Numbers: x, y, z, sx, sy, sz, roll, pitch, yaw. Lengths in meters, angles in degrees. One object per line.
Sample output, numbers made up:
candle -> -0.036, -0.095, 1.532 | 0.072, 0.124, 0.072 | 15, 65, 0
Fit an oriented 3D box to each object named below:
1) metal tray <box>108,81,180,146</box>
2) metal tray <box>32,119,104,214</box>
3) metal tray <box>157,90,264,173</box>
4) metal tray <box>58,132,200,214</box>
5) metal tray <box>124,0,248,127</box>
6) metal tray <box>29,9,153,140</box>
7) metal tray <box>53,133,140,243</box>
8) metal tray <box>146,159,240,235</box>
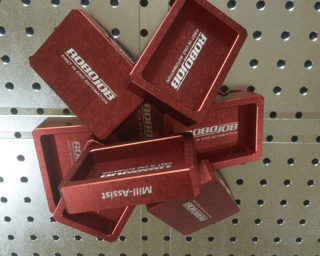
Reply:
metal tray -> -0.019, 0.005, 0.412 | 0.090, 0.030, 0.129 | -5, 108, 0
metal tray -> -0.115, 0.054, 0.430 | 0.090, 0.030, 0.129 | -4, 109, 1
metal tray -> 0.066, 0.007, 0.394 | 0.131, 0.030, 0.089 | -10, 111, -15
metal tray -> -0.027, 0.043, 0.325 | 0.130, 0.090, 0.030 | -10, 110, 8
metal tray -> 0.032, -0.078, 0.346 | 0.090, 0.030, 0.130 | 32, 74, -11
metal tray -> -0.079, -0.062, 0.369 | 0.090, 0.030, 0.130 | -43, 89, 14
metal tray -> -0.073, 0.080, 0.407 | 0.090, 0.030, 0.129 | 25, 108, -9
metal tray -> 0.046, 0.097, 0.411 | 0.090, 0.030, 0.130 | -27, 141, 10
